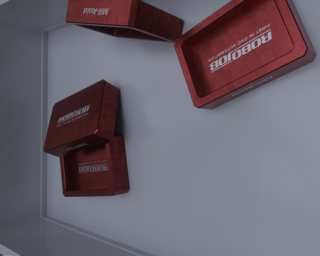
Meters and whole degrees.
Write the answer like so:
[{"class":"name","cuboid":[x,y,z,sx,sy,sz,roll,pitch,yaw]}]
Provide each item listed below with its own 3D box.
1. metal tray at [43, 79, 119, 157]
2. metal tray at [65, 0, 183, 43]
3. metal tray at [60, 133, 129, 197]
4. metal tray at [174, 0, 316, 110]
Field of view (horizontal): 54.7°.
[{"class":"metal tray","cuboid":[-0.123,-0.012,0.480,0.130,0.030,0.090,-18,57,35]},{"class":"metal tray","cuboid":[-0.048,-0.139,0.404,0.130,0.091,0.030,18,102,38]},{"class":"metal tray","cuboid":[-0.109,0.061,0.493,0.130,0.030,0.090,-12,83,39]},{"class":"metal tray","cuboid":[0.083,-0.085,0.334,0.130,0.030,0.090,-26,74,37]}]
